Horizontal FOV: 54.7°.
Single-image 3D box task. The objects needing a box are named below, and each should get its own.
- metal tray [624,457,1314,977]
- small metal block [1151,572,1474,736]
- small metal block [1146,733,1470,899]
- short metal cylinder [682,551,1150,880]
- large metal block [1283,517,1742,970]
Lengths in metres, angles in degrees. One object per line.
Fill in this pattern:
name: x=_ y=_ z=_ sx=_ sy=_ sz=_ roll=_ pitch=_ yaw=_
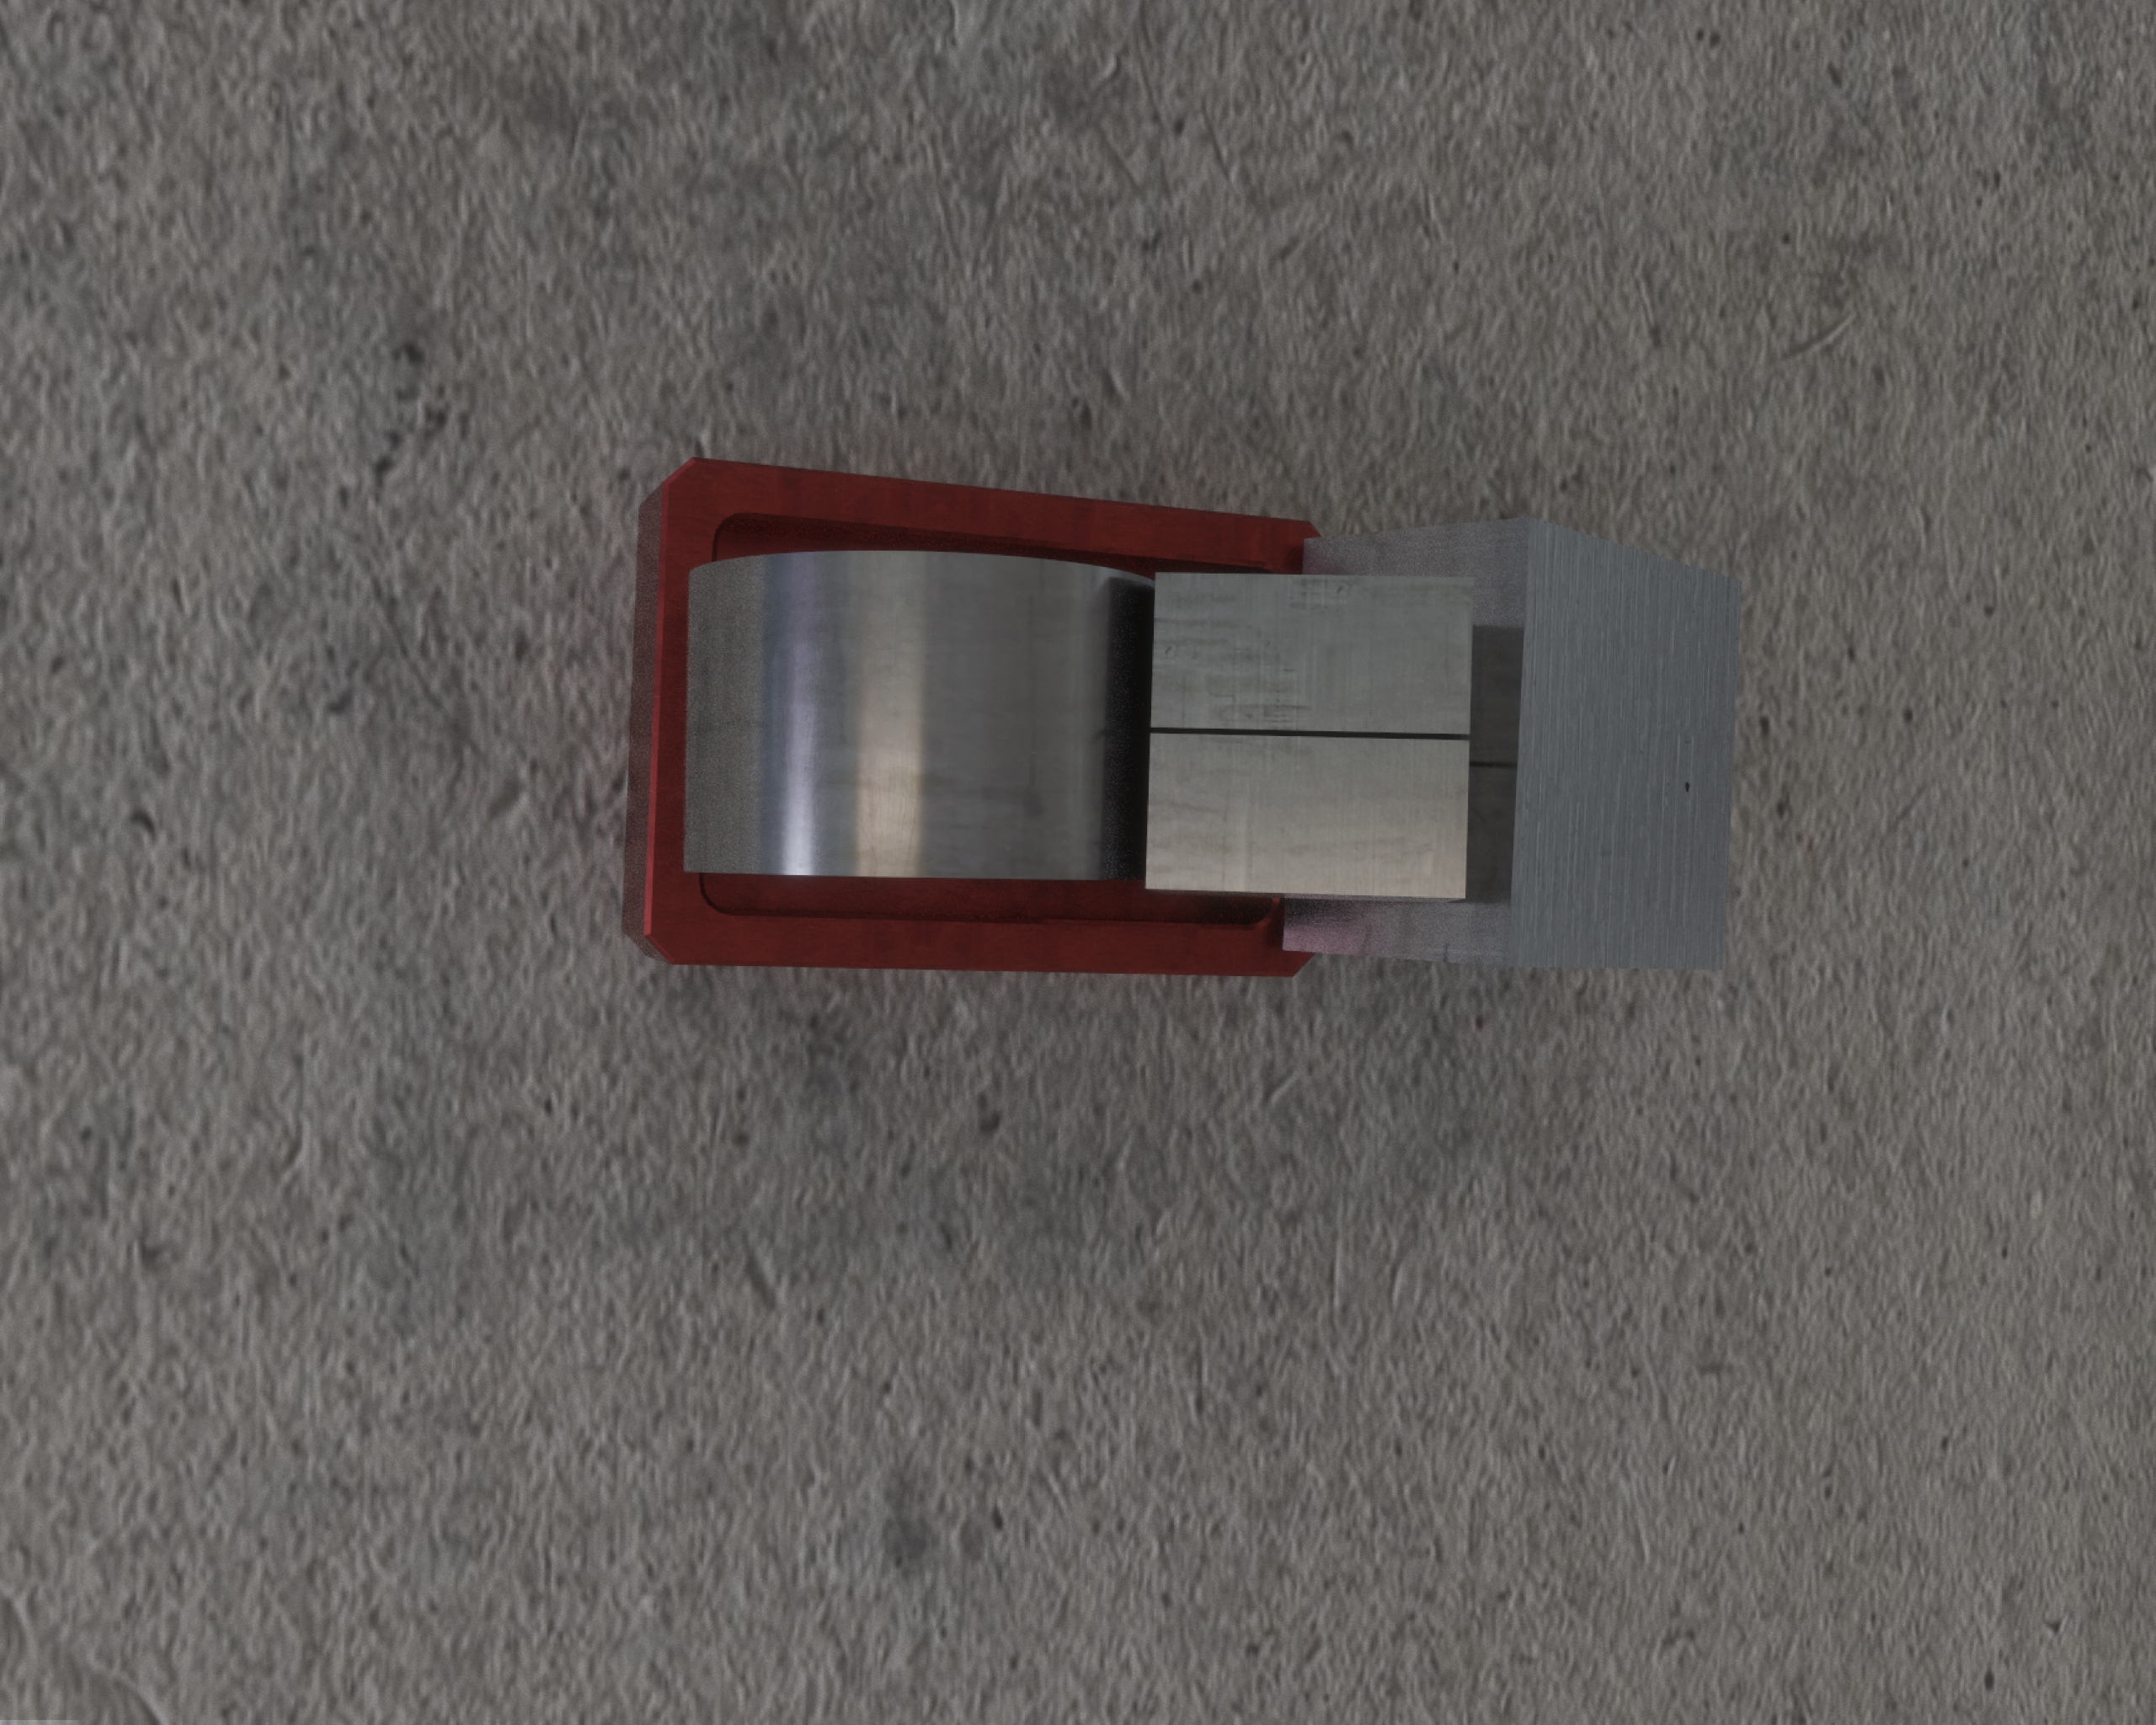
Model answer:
metal tray: x=-0.018 y=-0.025 z=0.401 sx=0.131 sy=0.030 sz=0.089 roll=2 pitch=89 yaw=-20
small metal block: x=0.040 y=-0.032 z=0.356 sx=0.050 sy=0.050 sz=0.025 roll=2 pitch=88 yaw=6
small metal block: x=0.039 y=-0.007 z=0.355 sx=0.050 sy=0.050 sz=0.025 roll=2 pitch=88 yaw=6
short metal cylinder: x=-0.026 y=-0.023 z=0.358 sx=0.081 sy=0.080 sz=0.050 roll=1 pitch=90 yaw=-20
large metal block: x=0.088 y=-0.020 z=0.414 sx=0.081 sy=0.050 sz=0.080 roll=4 pitch=89 yaw=-46
